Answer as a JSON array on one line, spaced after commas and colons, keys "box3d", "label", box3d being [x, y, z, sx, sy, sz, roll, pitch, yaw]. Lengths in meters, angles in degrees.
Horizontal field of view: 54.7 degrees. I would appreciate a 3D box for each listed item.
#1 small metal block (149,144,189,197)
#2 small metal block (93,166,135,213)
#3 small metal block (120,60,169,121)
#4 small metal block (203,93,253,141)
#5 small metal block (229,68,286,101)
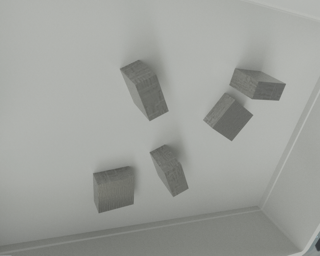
[{"box3d": [0.013, 0.060, 0.436, 0.025, 0.050, 0.050, -27, 128, -11], "label": "small metal block"}, {"box3d": [-0.064, 0.084, 0.426, 0.050, 0.025, 0.050, -9, 123, -24], "label": "small metal block"}, {"box3d": [-0.018, -0.044, 0.355, 0.025, 0.050, 0.050, -29, 128, -10], "label": "small metal block"}, {"box3d": [0.100, -0.015, 0.454, 0.050, 0.025, 0.050, 30, 102, -38], "label": "small metal block"}, {"box3d": [0.134, -0.060, 0.428, 0.050, 0.050, 0.025, 0, 119, -28], "label": "small metal block"}]
